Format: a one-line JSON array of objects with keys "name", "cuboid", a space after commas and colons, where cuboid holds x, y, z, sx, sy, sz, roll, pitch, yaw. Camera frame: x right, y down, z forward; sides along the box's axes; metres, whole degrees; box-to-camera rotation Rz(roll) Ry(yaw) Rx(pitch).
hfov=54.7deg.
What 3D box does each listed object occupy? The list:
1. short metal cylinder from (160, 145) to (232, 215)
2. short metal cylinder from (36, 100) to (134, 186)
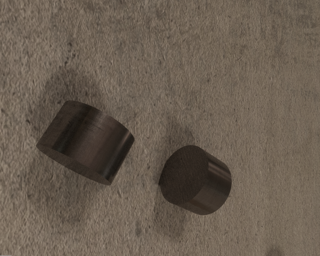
[{"name": "short metal cylinder", "cuboid": [0.047, 0.069, 0.411, 0.050, 0.080, 0.080, 33, 70, -36]}, {"name": "short metal cylinder", "cuboid": [-0.073, 0.016, 0.309, 0.080, 0.080, 0.050, 41, 65, -33]}]
